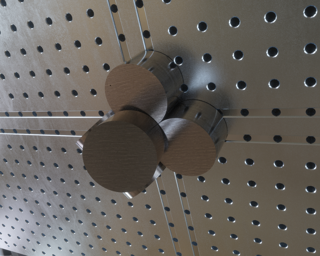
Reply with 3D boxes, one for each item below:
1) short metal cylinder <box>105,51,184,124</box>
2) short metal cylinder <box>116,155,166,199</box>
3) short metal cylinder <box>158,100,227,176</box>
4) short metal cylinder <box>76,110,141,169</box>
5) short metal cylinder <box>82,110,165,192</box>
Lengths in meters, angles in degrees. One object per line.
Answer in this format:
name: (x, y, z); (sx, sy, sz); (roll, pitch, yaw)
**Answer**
short metal cylinder: (-0.018, -0.047, 0.373); (0.080, 0.050, 0.079); (13, 124, 20)
short metal cylinder: (-0.032, 0.049, 0.421); (0.050, 0.080, 0.080); (47, 129, -5)
short metal cylinder: (0.037, 0.012, 0.381); (0.080, 0.050, 0.079); (13, 124, 20)
short metal cylinder: (-0.065, 0.012, 0.415); (0.050, 0.080, 0.080); (47, 129, -5)
short metal cylinder: (-0.038, 0.024, 0.345); (0.080, 0.050, 0.079); (2, 106, 9)
